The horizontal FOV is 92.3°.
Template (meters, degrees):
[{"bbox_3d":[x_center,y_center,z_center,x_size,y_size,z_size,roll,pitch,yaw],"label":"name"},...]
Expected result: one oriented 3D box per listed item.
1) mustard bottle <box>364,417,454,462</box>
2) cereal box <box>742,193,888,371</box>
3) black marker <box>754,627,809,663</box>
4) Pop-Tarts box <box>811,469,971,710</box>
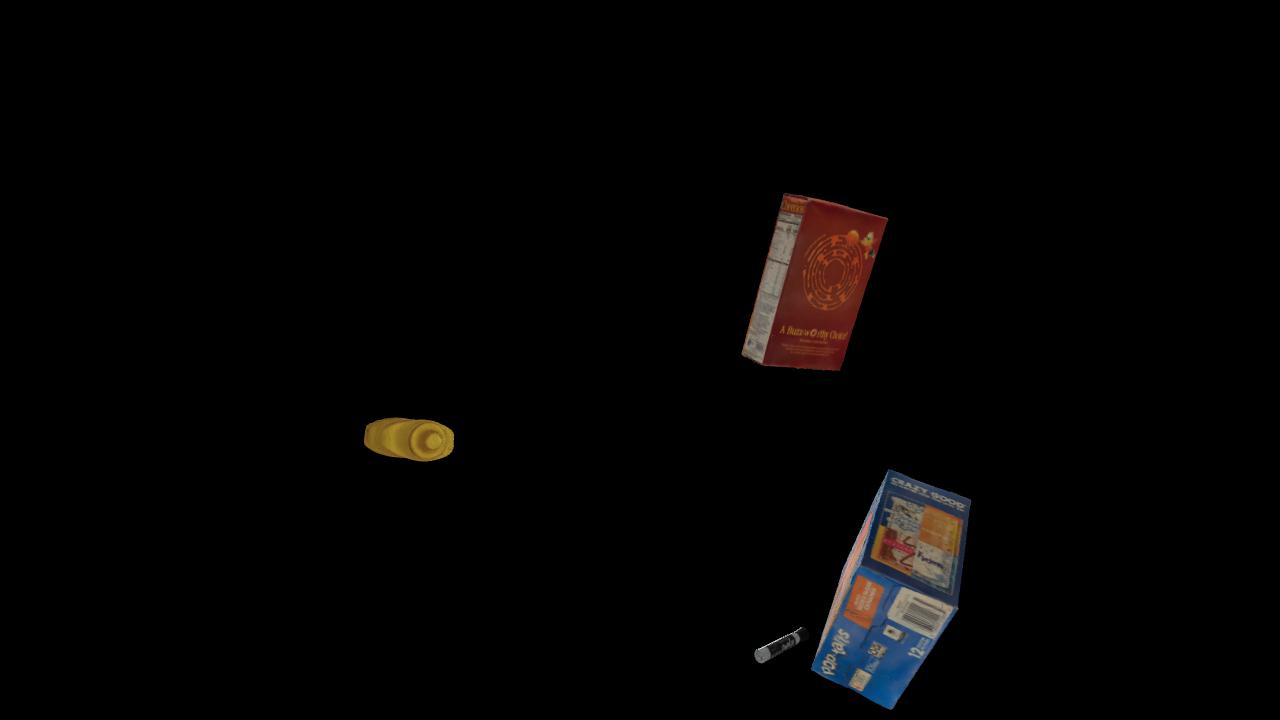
[{"bbox_3d":[-0.282,0.099,0.768,0.092,0.054,0.184,18,-15,-31],"label":"mustard bottle"},{"bbox_3d":[0.322,-0.136,1.141,0.203,0.306,0.081,3,18,-29],"label":"cereal box"},{"bbox_3d":[0.213,0.420,0.910,0.121,0.020,0.020,2,-1,-43],"label":"black marker"},{"bbox_3d":[0.242,0.220,0.598,0.083,0.167,0.141,22,38,20],"label":"Pop-Tarts box"}]
